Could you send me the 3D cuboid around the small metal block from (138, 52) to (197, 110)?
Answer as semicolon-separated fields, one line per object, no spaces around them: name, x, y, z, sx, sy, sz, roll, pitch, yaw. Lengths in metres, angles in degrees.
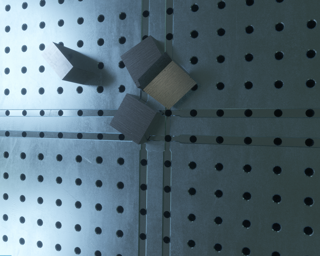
small metal block;0.009;-0.059;0.393;0.050;0.050;0.025;-43;40;14

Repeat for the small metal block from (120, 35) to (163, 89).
small metal block;-0.017;-0.087;0.418;0.050;0.025;0.050;-31;80;17

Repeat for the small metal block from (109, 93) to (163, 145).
small metal block;-0.032;-0.012;0.423;0.050;0.025;0.050;33;100;16

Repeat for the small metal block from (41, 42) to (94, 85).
small metal block;-0.132;-0.092;0.444;0.025;0.050;0.050;-45;77;14
